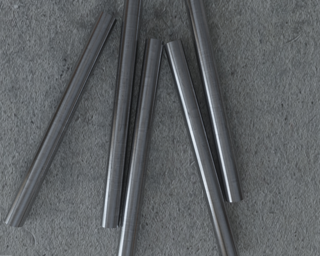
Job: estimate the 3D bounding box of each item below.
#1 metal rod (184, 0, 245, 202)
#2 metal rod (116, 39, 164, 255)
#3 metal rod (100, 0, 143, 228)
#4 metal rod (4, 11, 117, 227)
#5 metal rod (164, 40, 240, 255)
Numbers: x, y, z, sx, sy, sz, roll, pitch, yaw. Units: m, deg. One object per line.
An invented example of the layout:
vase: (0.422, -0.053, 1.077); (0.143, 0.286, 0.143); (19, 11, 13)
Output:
metal rod: (0.069, -0.052, 0.410); (0.025, 0.025, 0.298); (-12, 90, 0)
metal rod: (-0.027, 0.033, 0.409); (0.025, 0.025, 0.298); (8, 90, 0)
metal rod: (-0.050, -0.020, 0.409); (0.025, 0.025, 0.298); (6, 90, 0)
metal rod: (-0.130, -0.011, 0.408); (0.025, 0.025, 0.299); (25, 90, 0)
metal rod: (0.056, 0.033, 0.410); (0.025, 0.025, 0.298); (-15, 90, 0)
